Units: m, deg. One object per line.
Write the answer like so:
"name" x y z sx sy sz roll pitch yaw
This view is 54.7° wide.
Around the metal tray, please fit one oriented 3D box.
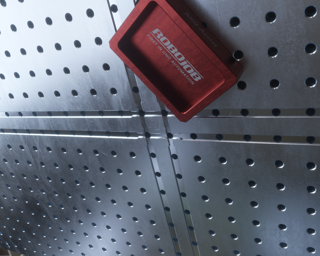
"metal tray" 0.016 -0.080 0.349 0.130 0.030 0.090 46 129 -5
